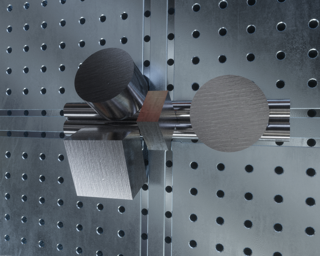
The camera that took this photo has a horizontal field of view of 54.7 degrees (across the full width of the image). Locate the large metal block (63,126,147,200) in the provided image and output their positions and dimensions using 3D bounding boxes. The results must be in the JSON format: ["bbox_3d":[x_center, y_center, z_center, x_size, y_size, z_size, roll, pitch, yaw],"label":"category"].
[{"bbox_3d":[-0.069,0.043,0.405,0.080,0.050,0.079,-1,110,20],"label":"large metal block"}]

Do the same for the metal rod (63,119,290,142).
[{"bbox_3d":[0.007,0.002,0.406,0.301,0.025,0.025,1,90,19],"label":"metal rod"}]

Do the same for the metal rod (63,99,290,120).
[{"bbox_3d":[0.007,-0.023,0.406,0.301,0.025,0.025,1,90,19],"label":"metal rod"}]

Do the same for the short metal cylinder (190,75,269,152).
[{"bbox_3d":[0.078,-0.015,0.341,0.080,0.050,0.079,0,90,20],"label":"short metal cylinder"}]

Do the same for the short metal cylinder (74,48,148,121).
[{"bbox_3d":[-0.062,-0.056,0.402,0.080,0.050,0.080,-7,64,16],"label":"short metal cylinder"}]

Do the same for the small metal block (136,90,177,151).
[{"bbox_3d":[-0.002,-0.009,0.366,0.025,0.050,0.050,1,48,20],"label":"small metal block"}]
